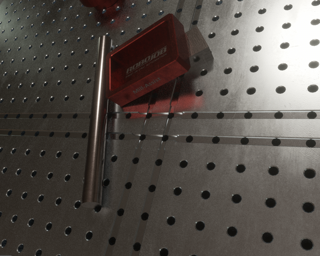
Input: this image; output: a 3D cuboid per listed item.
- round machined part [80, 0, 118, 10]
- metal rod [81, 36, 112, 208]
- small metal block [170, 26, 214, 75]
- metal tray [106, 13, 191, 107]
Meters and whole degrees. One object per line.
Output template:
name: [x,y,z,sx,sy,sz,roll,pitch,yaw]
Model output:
round machined part: [-0.118,-0.280,0.628,0.098,0.042,0.098,-13,56,20]
metal rod: [-0.092,-0.029,0.472,0.025,0.025,0.299,-15,55,19]
small metal block: [0.044,-0.114,0.454,0.050,0.025,0.050,-27,53,11]
metal tray: [-0.023,-0.097,0.454,0.130,0.030,0.090,-24,55,29]
